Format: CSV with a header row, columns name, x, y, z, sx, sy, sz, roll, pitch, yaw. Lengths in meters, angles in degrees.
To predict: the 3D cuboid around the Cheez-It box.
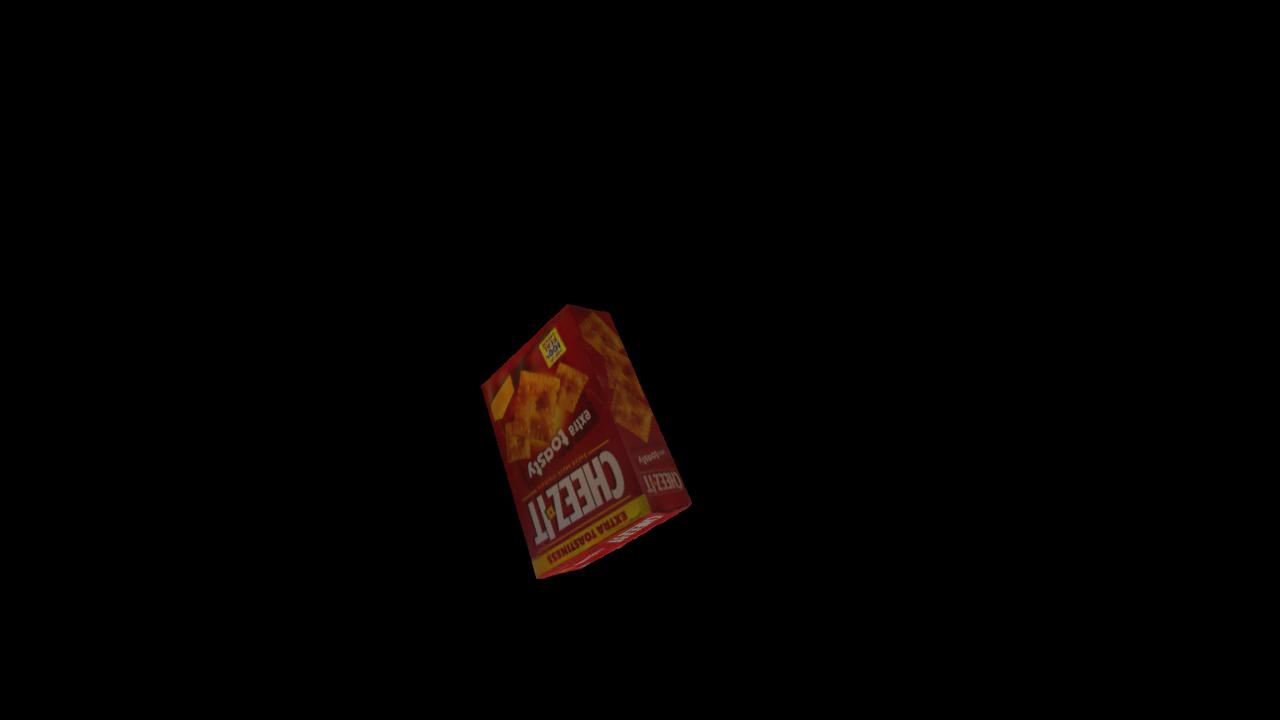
name,x,y,z,sx,sy,sz,roll,pitch,yaw
Cheez-It box,-0.066,0.081,0.620,0.166,0.223,0.071,-38,-27,32
